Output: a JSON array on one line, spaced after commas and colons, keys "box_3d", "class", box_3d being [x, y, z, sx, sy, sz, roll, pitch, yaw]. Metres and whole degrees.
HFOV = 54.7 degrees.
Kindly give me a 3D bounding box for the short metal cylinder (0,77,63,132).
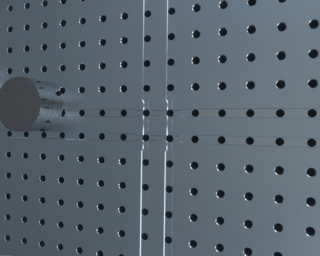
[{"box_3d": [-0.196, -0.034, 0.468, 0.080, 0.050, 0.079, 0, 90, 20], "class": "short metal cylinder"}]
